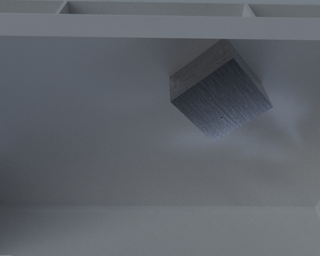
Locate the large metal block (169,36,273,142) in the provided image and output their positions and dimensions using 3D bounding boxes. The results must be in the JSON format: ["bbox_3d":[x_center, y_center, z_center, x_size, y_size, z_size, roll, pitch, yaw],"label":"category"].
[{"bbox_3d":[0.068,-0.042,0.357,0.080,0.050,0.080,-34,123,25],"label":"large metal block"}]
